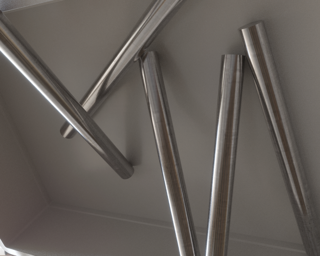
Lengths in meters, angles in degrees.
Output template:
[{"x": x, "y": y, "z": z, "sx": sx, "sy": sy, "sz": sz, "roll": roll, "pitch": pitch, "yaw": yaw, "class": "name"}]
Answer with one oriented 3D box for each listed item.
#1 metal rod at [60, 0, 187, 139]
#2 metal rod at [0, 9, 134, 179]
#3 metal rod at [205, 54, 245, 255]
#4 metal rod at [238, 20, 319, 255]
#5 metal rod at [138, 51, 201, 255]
[{"x": -0.062, "y": -0.063, "z": 0.382, "sx": 0.025, "sy": 0.025, "sz": 0.299, "roll": 46, "pitch": 134, "yaw": -5, "class": "metal rod"}, {"x": -0.104, "y": -0.019, "z": 0.370, "sx": 0.025, "sy": 0.025, "sz": 0.299, "roll": 2, "pitch": 145, "yaw": 27, "class": "metal rod"}, {"x": 0.068, "y": 0.072, "z": 0.341, "sx": 0.025, "sy": 0.025, "sz": 0.298, "roll": 7, "pitch": 97, "yaw": 24, "class": "metal rod"}, {"x": 0.144, "y": 0.029, "z": 0.350, "sx": 0.025, "sy": 0.025, "sz": 0.299, "roll": -11, "pitch": 113, "yaw": 32, "class": "metal rod"}, {"x": 0.016, "y": 0.059, "z": 0.371, "sx": 0.025, "sy": 0.025, "sz": 0.298, "roll": -10, "pitch": 93, "yaw": 32, "class": "metal rod"}]
